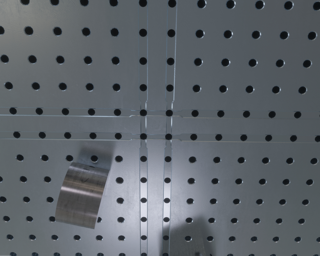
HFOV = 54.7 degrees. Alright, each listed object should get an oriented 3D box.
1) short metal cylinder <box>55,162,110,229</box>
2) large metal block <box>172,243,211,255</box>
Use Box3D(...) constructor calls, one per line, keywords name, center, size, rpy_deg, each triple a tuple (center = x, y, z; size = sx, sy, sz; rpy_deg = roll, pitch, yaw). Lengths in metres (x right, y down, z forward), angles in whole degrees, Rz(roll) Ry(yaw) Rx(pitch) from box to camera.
Box3D(name="short metal cylinder", center=(-0.102, 0.090, 0.416), size=(0.050, 0.080, 0.079), rpy_deg=(14, 110, -5))
Box3D(name="large metal block", center=(0.046, 0.235, 0.471), size=(0.080, 0.080, 0.050), rpy_deg=(-26, 108, 9))
